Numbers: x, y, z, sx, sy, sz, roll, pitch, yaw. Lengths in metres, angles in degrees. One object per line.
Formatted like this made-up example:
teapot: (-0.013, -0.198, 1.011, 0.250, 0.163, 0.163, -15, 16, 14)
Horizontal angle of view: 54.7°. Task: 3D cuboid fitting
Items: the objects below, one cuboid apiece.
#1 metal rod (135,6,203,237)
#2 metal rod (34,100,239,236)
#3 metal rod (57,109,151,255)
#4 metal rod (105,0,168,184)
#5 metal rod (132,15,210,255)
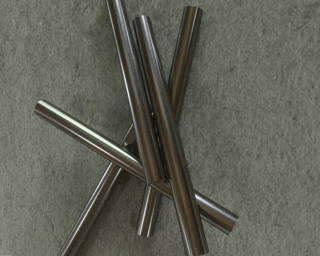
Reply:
metal rod: (0.011, -0.005, 0.404, 0.025, 0.025, 0.298, 14, 94, 19)
metal rod: (-0.042, 0.041, 0.395, 0.301, 0.025, 0.025, 29, 99, 17)
metal rod: (-0.087, 0.102, 0.438, 0.025, 0.025, 0.299, 33, 100, 16)
metal rod: (-0.038, -0.078, 0.394, 0.025, 0.025, 0.299, -19, 74, 18)
metal rod: (0.008, -0.005, 0.372, 0.025, 0.025, 0.299, -19, 71, 18)
